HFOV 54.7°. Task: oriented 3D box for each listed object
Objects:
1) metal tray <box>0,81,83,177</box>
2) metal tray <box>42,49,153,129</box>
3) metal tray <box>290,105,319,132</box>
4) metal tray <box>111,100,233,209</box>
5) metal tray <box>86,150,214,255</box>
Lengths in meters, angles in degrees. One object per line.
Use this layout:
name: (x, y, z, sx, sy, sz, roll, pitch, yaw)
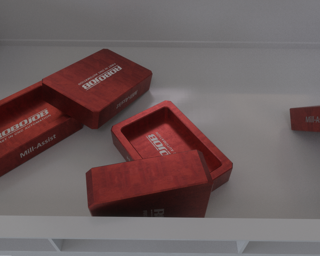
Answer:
metal tray: (-0.180, -0.004, 0.403, 0.131, 0.030, 0.090, -34, 58, -26)
metal tray: (-0.082, -0.060, 0.427, 0.090, 0.030, 0.131, 29, 43, 15)
metal tray: (0.225, -0.014, 0.359, 0.091, 0.130, 0.030, -6, 92, -5)
metal tray: (0.011, 0.030, 0.376, 0.091, 0.030, 0.130, -28, 55, -22)
metal tray: (-0.008, 0.075, 0.274, 0.091, 0.129, 0.030, -9, 51, -8)
